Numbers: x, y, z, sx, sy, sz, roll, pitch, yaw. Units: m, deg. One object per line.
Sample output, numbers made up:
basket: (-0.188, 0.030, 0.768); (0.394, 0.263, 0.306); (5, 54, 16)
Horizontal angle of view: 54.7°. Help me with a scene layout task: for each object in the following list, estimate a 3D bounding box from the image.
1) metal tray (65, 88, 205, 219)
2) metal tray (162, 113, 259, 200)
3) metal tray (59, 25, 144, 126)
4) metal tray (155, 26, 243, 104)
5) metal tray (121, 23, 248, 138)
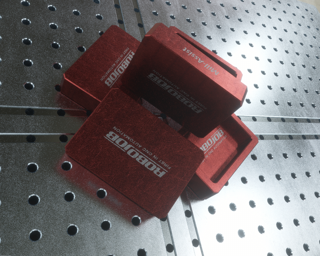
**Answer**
metal tray: (-0.027, 0.028, 0.350); (0.130, 0.030, 0.090); (37, 76, -4)
metal tray: (0.071, 0.024, 0.429); (0.090, 0.030, 0.131); (47, 51, 5)
metal tray: (-0.060, -0.074, 0.418); (0.090, 0.030, 0.130); (34, 51, -7)
metal tray: (0.050, -0.079, 0.443); (0.130, 0.030, 0.090); (32, 51, -8)
metal tray: (0.026, -0.052, 0.374); (0.130, 0.090, 0.030); (35, 51, -5)
